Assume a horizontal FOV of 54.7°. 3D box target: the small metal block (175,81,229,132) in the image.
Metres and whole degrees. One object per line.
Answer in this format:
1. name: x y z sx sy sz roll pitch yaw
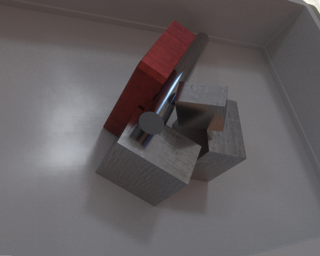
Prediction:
1. small metal block: 0.045 -0.022 0.332 0.050 0.050 0.025 8 61 13

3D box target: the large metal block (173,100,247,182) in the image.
1. large metal block: 0.058 0.014 0.394 0.050 0.080 0.080 13 56 -22

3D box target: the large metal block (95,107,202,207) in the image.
1. large metal block: -0.015 0.035 0.342 0.080 0.080 0.050 32 52 -8

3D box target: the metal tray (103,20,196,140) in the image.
1. metal tray: -0.015 -0.051 0.360 0.030 0.129 0.090 35 52 -5

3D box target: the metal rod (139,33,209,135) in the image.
1. metal rod: 0.032 -0.079 0.413 0.025 0.025 0.301 36 34 -5
